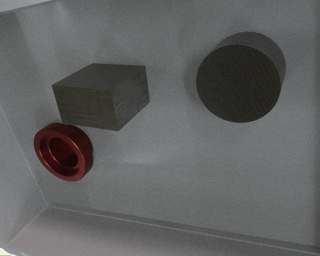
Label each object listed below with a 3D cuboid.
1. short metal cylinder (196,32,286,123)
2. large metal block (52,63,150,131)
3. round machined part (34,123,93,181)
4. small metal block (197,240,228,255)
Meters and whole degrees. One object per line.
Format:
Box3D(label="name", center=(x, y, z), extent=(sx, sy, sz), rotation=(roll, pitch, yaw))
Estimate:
Box3D(label="short metal cylinder", center=(0.083, -0.052, 0.316), extent=(0.080, 0.050, 0.079), rotation=(13, 124, 20))
Box3D(label="large metal block", center=(-0.069, -0.042, 0.382), extent=(0.080, 0.080, 0.050), rotation=(8, 122, 24))
Box3D(label="round machined part", center=(-0.147, 0.034, 0.494), extent=(0.098, 0.042, 0.097), rotation=(13, 124, 20))
Box3D(label="small metal block", center=(0.082, 0.215, 0.484), extent=(0.050, 0.050, 0.025), rotation=(44, 129, -3))
